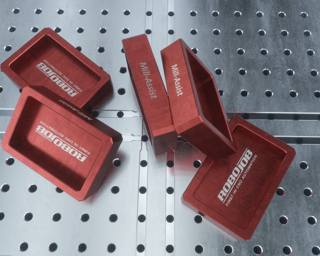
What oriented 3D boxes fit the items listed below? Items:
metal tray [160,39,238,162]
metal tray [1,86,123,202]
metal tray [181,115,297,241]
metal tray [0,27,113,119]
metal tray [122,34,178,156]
[{"bbox_3d":[0.045,-0.034,0.371,0.030,0.090,0.130,-28,49,25],"label":"metal tray"},{"bbox_3d":[-0.122,0.017,0.380,0.130,0.030,0.090,31,104,10],"label":"metal tray"},{"bbox_3d":[0.098,0.060,0.387,0.090,0.030,0.130,32,73,11],"label":"metal tray"},{"bbox_3d":[-0.143,-0.071,0.434,0.130,0.030,0.090,39,74,13],"label":"metal tray"},{"bbox_3d":[-0.012,-0.039,0.391,0.030,0.090,0.130,-17,71,-5],"label":"metal tray"}]
